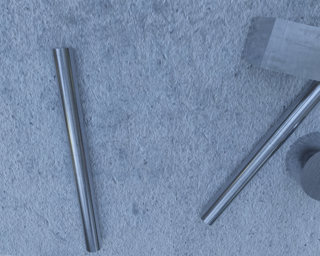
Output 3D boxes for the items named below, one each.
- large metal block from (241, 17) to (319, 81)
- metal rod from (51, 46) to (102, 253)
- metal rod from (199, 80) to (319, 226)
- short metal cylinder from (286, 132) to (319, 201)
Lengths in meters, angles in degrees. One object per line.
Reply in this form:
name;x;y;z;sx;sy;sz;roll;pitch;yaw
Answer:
large metal block;0.147;-0.090;0.349;0.081;0.080;0.050;12;110;-5
metal rod;-0.110;0.043;0.424;0.025;0.025;0.298;-3;110;1
metal rod;0.152;0.018;0.418;0.025;0.025;0.299;32;107;-11
short metal cylinder;0.219;0.051;0.418;0.081;0.050;0.079;0;110;0
